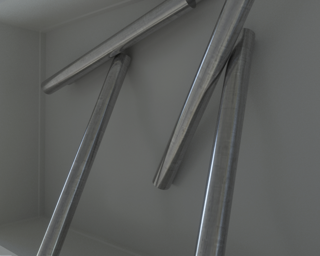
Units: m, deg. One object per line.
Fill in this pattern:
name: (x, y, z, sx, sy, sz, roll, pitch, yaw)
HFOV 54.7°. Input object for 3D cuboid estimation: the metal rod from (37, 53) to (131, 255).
metal rod: (-0.098, 0.034, 0.411, 0.025, 0.025, 0.299, 5, 70, 39)

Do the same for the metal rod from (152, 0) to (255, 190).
metal rod: (0.048, -0.050, 0.331, 0.025, 0.025, 0.298, 41, 125, 32)

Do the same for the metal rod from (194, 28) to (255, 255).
metal rod: (0.058, 0.038, 0.285, 0.025, 0.025, 0.299, -3, 65, 39)

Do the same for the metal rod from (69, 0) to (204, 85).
metal rod: (-0.050, -0.127, 0.445, 0.299, 0.025, 0.025, -20, 77, 37)

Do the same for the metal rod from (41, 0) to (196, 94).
metal rod: (-0.079, -0.108, 0.440, 0.300, 0.025, 0.025, -19, 78, 37)
